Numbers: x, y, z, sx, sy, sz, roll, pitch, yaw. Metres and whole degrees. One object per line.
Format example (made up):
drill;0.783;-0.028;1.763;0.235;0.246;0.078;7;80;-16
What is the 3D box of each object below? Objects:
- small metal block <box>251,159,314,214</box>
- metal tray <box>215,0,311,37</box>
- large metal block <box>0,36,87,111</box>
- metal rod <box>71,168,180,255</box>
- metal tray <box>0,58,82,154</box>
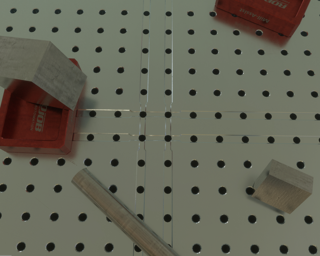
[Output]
small metal block;0.146;0.071;0.371;0.050;0.050;0.025;24;47;8
metal tray;0.165;-0.209;0.487;0.130;0.030;0.090;26;72;9
large metal block;-0.151;-0.065;0.378;0.080;0.080;0.050;11;74;21
metal rod;0.011;0.153;0.355;0.300;0.025;0.025;40;75;13
metal tray;-0.161;-0.032;0.418;0.091;0.030;0.130;3;70;0
